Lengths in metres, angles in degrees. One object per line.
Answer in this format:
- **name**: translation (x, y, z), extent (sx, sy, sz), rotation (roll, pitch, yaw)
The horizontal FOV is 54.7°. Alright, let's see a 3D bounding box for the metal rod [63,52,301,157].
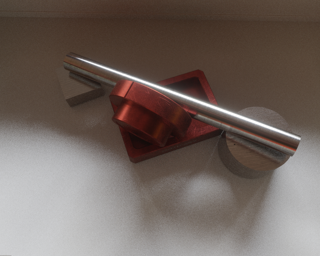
- **metal rod**: translation (0.015, -0.035, 0.377), extent (0.301, 0.025, 0.025), rotation (22, 71, 14)

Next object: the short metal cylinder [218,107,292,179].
- **short metal cylinder**: translation (0.118, 0.020, 0.389), extent (0.081, 0.050, 0.080), rotation (0, 70, 0)

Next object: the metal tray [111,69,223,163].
- **metal tray**: translation (0.010, -0.017, 0.411), extent (0.131, 0.030, 0.090), rotation (-18, 71, -7)

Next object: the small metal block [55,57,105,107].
- **small metal block**: translation (-0.111, -0.064, 0.430), extent (0.050, 0.025, 0.050), rotation (-21, 72, -8)

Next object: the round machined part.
- **round machined part**: translation (-0.016, -0.012, 0.360), extent (0.098, 0.098, 0.042), rotation (26, 80, 9)
